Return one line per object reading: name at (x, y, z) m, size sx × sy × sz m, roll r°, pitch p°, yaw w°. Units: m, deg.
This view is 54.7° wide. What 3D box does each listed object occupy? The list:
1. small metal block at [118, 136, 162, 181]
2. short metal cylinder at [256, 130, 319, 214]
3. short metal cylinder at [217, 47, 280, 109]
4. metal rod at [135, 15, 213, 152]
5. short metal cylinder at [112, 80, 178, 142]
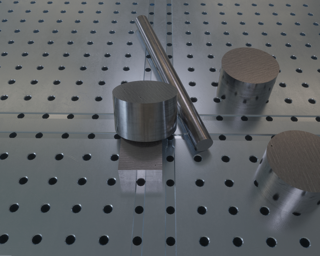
small metal block at (-0.023, 0.036, 0.377) m, size 0.050 × 0.025 × 0.050 m, roll 0°, pitch 50°, yaw 0°
short metal cylinder at (0.155, 0.049, 0.351) m, size 0.081 × 0.050 × 0.080 m, roll 0°, pitch 50°, yaw 0°
short metal cylinder at (0.127, -0.074, 0.454) m, size 0.081 × 0.050 × 0.080 m, roll 0°, pitch 50°, yaw 0°
metal rod at (0.010, -0.088, 0.481) m, size 0.025 × 0.025 × 0.300 m, roll -13°, pitch 51°, yaw -11°
short metal cylinder at (-0.018, -0.024, 0.394) m, size 0.081 × 0.050 × 0.080 m, roll 0°, pitch 27°, yaw 0°
